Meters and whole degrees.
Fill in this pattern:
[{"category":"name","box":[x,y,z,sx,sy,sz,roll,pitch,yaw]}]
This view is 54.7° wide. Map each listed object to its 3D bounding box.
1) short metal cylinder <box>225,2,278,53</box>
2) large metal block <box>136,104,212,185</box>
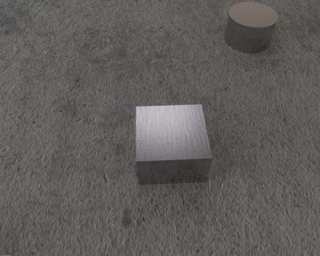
[{"category":"short metal cylinder","box":[0.155,-0.174,0.534,0.081,0.050,0.080,0,50,0]},{"category":"large metal block","box":[0.013,0.019,0.371,0.081,0.050,0.080,-2,50,-2]}]
